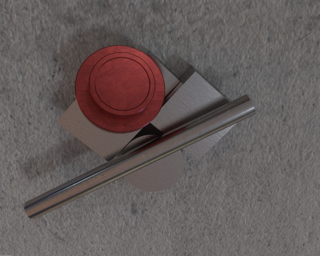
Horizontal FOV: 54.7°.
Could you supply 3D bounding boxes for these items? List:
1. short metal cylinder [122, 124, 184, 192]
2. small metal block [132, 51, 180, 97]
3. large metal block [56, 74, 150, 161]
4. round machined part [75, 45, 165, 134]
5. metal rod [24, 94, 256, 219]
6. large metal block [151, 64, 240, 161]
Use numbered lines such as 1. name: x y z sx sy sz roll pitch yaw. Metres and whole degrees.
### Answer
1. short metal cylinder: -0.010 0.037 0.410 0.081 0.050 0.079 0 110 -1
2. small metal block: -0.011 -0.060 0.388 0.050 0.025 0.050 41 105 -14
3. large metal block: -0.066 -0.018 0.389 0.080 0.050 0.080 40 105 -14
4. round machined part: -0.042 -0.043 0.338 0.099 0.042 0.097 1 84 -12
5. metal rod: -0.031 0.039 0.371 0.301 0.025 0.025 -26 108 9
6. large metal block: 0.043 -0.020 0.391 0.080 0.050 0.080 40 105 -14
